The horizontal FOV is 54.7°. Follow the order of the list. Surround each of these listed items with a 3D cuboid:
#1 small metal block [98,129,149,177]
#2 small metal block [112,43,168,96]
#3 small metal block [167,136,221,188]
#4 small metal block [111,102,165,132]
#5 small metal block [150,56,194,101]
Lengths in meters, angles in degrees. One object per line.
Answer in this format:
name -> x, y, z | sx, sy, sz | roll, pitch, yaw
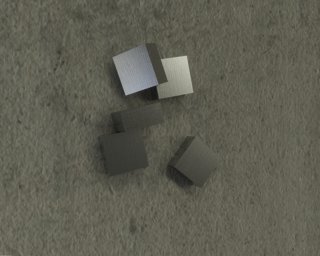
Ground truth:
small metal block -> -0.046, 0.029, 0.393 | 0.050, 0.025, 0.050 | -13, 95, -20
small metal block -> -0.024, -0.073, 0.385 | 0.025, 0.050, 0.050 | -30, 103, -58
small metal block -> 0.048, 0.046, 0.428 | 0.050, 0.025, 0.050 | 40, 77, -16
small metal block -> -0.029, -0.013, 0.386 | 0.050, 0.050, 0.025 | -14, 95, -20
small metal block -> 0.013, -0.066, 0.415 | 0.050, 0.025, 0.050 | -12, 95, -20
